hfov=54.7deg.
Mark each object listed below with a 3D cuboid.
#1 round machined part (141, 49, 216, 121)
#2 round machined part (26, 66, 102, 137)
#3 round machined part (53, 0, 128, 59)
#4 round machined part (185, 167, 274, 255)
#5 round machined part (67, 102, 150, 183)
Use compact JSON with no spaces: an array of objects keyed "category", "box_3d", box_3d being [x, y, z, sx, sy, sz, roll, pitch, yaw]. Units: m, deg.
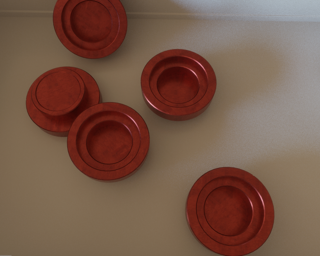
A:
[{"category":"round machined part","box_3d":[0.024,-0.054,0.421,0.099,0.042,0.098,0,70,-1]},{"category":"round machined part","box_3d":[-0.130,-0.041,0.414,0.099,0.042,0.098,0,70,-1]},{"category":"round machined part","box_3d":[-0.096,-0.150,0.436,0.099,0.042,0.097,-3,114,-6]},{"category":"round machined part","box_3d":[0.079,0.098,0.366,0.099,0.042,0.098,0,70,-1]},{"category":"round machined part","box_3d":[-0.062,0.020,0.391,0.099,0.042,0.098,1,72,-3]}]
